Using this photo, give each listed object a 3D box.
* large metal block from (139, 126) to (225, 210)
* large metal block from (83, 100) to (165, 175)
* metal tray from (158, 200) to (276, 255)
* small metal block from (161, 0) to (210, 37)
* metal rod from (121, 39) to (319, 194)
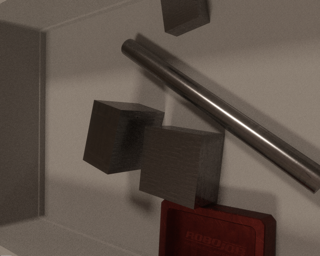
[{"bbox_3d":[0.025,0.042,0.368,0.080,0.050,0.079,9,96,39],"label":"large metal block"},{"bbox_3d":[-0.046,0.010,0.407,0.050,0.081,0.079,21,103,38],"label":"large metal block"},{"bbox_3d":[0.059,0.133,0.349,0.130,0.030,0.089,1,87,39],"label":"metal tray"},{"bbox_3d":[0.030,-0.147,0.380,0.050,0.025,0.050,-12,83,39],"label":"small metal block"},{"bbox_3d":[0.052,-0.032,0.362,0.300,0.025,0.025,41,115,32],"label":"metal rod"}]
